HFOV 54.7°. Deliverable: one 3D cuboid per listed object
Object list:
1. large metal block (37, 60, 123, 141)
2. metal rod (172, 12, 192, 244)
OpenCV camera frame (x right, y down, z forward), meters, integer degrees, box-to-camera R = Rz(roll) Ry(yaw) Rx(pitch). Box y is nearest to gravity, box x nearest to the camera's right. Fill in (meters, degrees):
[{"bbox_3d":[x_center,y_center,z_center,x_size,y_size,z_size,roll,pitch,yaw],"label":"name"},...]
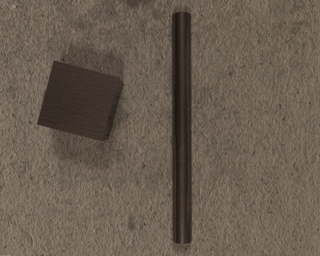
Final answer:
[{"bbox_3d":[-0.099,-0.033,0.396,0.080,0.050,0.080,15,90,-1],"label":"large metal block"},{"bbox_3d":[0.029,0.000,0.410,0.025,0.025,0.298,0,90,-1],"label":"metal rod"}]
